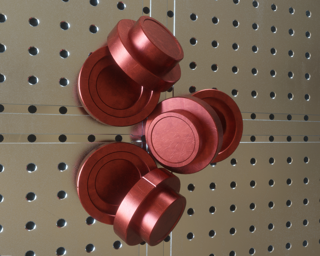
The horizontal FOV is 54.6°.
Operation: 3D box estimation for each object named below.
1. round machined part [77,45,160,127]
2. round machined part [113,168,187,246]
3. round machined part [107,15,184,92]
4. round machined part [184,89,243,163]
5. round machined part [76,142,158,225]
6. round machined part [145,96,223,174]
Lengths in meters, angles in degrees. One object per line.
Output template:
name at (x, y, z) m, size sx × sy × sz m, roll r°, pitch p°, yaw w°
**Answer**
round machined part at (-0.052, -0.050, 0.383) m, size 0.099 × 0.042 × 0.097 m, roll 0°, pitch 90°, yaw -20°
round machined part at (-0.005, 0.100, 0.371) m, size 0.099 × 0.042 × 0.097 m, roll -39°, pitch 146°, yaw -32°
round machined part at (-0.010, -0.094, 0.370) m, size 0.098 × 0.042 × 0.098 m, roll 32°, pitch 36°, yaw -26°
round machined part at (0.060, -0.003, 0.425) m, size 0.099 × 0.042 × 0.097 m, roll 0°, pitch 90°, yaw -20°
round machined part at (-0.053, 0.065, 0.383) m, size 0.099 × 0.042 × 0.097 m, roll 0°, pitch 90°, yaw -20°
round machined part at (0.024, 0.010, 0.380) m, size 0.042 × 0.098 × 0.098 m, roll -22°, pitch 100°, yaw -61°
